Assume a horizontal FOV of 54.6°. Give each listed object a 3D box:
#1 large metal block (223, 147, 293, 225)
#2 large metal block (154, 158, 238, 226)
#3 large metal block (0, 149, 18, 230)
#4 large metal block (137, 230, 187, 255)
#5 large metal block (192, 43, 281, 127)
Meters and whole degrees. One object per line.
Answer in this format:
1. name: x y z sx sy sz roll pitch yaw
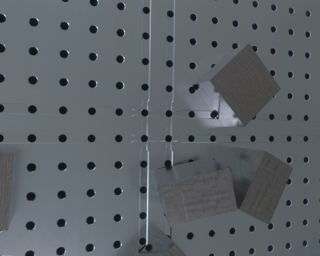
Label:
1. large metal block: 0.121 0.075 0.428 0.050 0.080 0.080 30 80 -18
2. large metal block: 0.040 0.076 0.389 0.080 0.080 0.050 -11 94 -6
3. large metal block: -0.198 0.062 0.326 0.081 0.050 0.080 4 89 -20
4. large metal block: 0.006 0.197 0.402 0.080 0.050 0.080 -43 104 -15
5. large metal block: 0.108 -0.058 0.439 0.080 0.050 0.080 -44 104 -15
